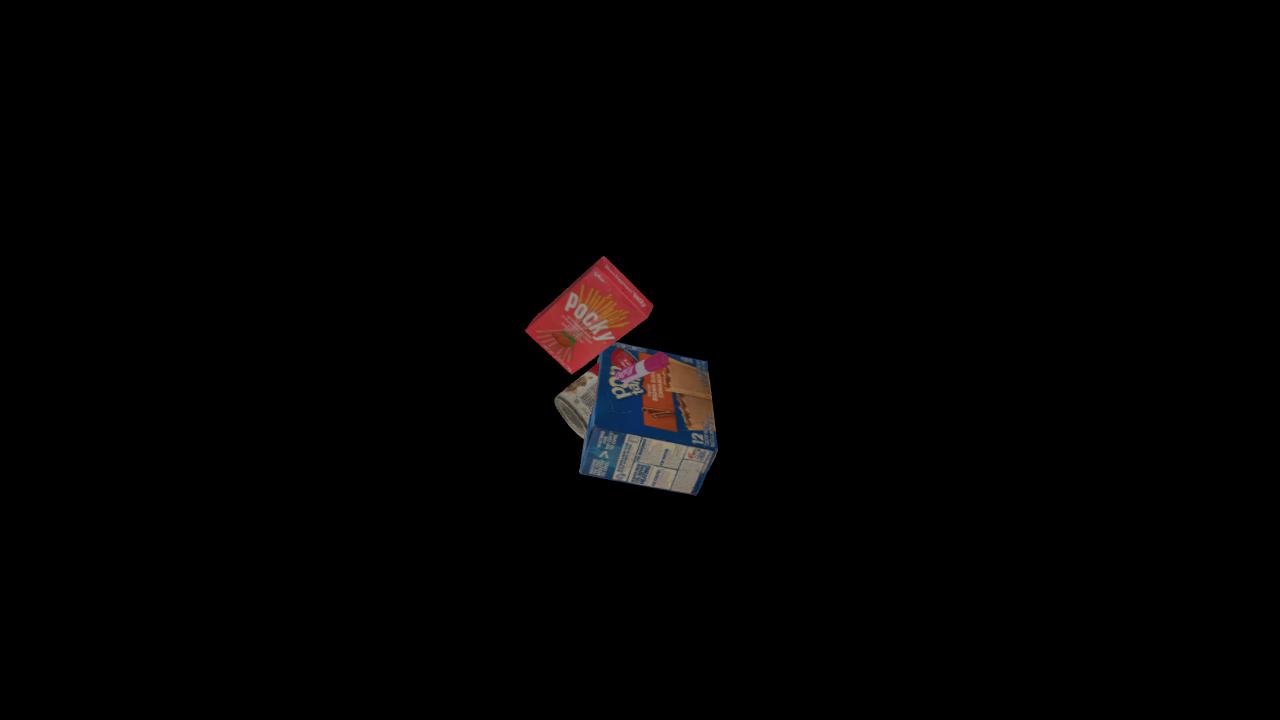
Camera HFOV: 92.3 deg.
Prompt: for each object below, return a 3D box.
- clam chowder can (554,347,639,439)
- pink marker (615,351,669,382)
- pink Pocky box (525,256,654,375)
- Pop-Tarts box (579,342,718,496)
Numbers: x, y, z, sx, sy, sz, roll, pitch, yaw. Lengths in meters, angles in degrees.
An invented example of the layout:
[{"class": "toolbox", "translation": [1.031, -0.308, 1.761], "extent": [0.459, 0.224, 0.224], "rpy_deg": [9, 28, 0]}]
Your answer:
[{"class": "clam chowder can", "translation": [-0.045, 0.041, 0.749], "extent": [0.102, 0.068, 0.068], "rpy_deg": [-40, 17, -22]}, {"class": "pink marker", "translation": [-0.011, 0.016, 0.707], "extent": [0.020, 0.020, 0.121], "rpy_deg": [0, -17, -42]}, {"class": "pink Pocky box", "translation": [-0.064, -0.049, 0.735], "extent": [0.155, 0.084, 0.029], "rpy_deg": [-34, 18, 39]}, {"class": "Pop-Tarts box", "translation": [0.010, 0.064, 0.740], "extent": [0.141, 0.083, 0.167], "rpy_deg": [12, 35, -7]}]
